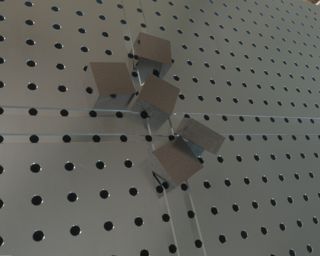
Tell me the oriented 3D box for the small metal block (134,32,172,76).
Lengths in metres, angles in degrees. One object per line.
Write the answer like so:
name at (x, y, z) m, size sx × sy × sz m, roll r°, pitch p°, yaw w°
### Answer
small metal block at (-0.011, -0.112, 0.470) m, size 0.050 × 0.025 × 0.050 m, roll 11°, pitch 57°, yaw -22°

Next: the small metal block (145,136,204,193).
small metal block at (0.018, 0.045, 0.390) m, size 0.050 × 0.025 × 0.050 m, roll -28°, pitch 77°, yaw -37°

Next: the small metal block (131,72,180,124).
small metal block at (-0.005, -0.042, 0.430) m, size 0.050 × 0.025 × 0.050 m, roll 27°, pitch 52°, yaw -11°

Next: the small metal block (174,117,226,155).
small metal block at (0.051, 0.010, 0.410) m, size 0.050 × 0.050 × 0.025 m, roll 30°, pitch 88°, yaw -9°

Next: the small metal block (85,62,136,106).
small metal block at (-0.066, -0.059, 0.408) m, size 0.050 × 0.025 × 0.050 m, roll -7°, pitch 65°, yaw -31°
